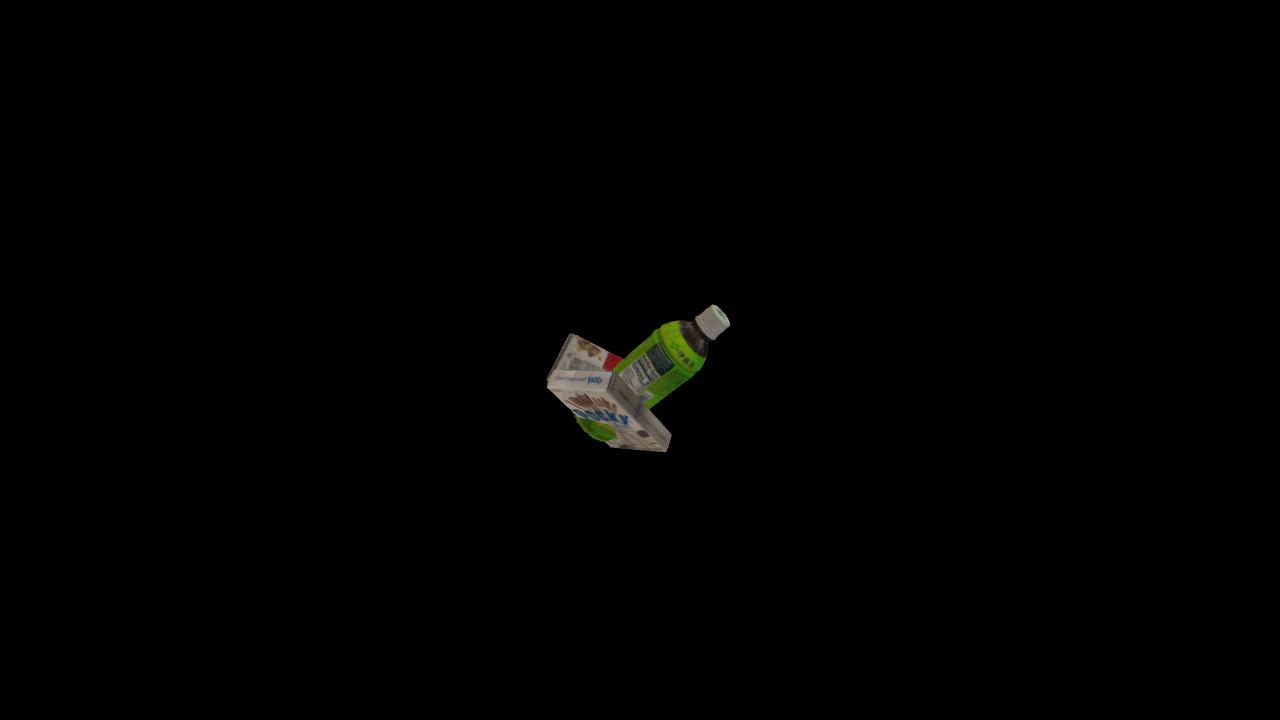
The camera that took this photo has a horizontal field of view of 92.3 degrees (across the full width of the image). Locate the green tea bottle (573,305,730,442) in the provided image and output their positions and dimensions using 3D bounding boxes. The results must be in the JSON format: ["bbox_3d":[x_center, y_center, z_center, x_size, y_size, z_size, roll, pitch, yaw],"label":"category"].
[{"bbox_3d":[0.015,0.013,0.709,0.212,0.073,0.073,-38,-18,25],"label":"green tea bottle"}]

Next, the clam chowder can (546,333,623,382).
[{"bbox_3d":[-0.054,0.019,0.743,0.102,0.068,0.068,27,-3,-7],"label":"clam chowder can"}]

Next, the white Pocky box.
[{"bbox_3d":[-0.031,0.060,0.709,0.084,0.028,0.154,1,-32,31],"label":"white Pocky box"}]
